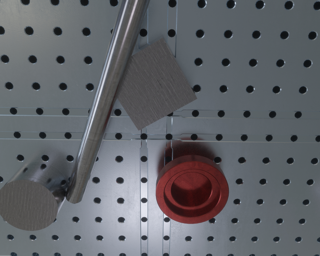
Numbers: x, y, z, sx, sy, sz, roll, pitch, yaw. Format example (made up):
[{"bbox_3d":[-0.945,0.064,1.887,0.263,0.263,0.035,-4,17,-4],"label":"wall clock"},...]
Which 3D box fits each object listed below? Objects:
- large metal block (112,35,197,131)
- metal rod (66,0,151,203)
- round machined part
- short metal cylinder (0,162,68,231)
[{"bbox_3d":[-0.011,-0.056,0.379,0.080,0.050,0.080,-29,108,10],"label":"large metal block"},{"bbox_3d":[-0.072,-0.012,0.366,0.025,0.025,0.298,20,125,-8],"label":"metal rod"},{"bbox_3d":[0.044,0.081,0.435,0.099,0.042,0.097,0,110,0],"label":"round machined part"},{"bbox_3d":[-0.176,0.095,0.433,0.081,0.050,0.079,0,110,0],"label":"short metal cylinder"}]
